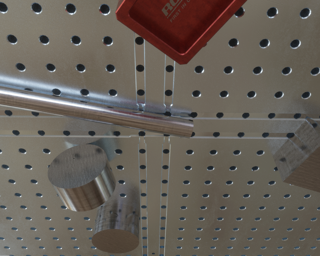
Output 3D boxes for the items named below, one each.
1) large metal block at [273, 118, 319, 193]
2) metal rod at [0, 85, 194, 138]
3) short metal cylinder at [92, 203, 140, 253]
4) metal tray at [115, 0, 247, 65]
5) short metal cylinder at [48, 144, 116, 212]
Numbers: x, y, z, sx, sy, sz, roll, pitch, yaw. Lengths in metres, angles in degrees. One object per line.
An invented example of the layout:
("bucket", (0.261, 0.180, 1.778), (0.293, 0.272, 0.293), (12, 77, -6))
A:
("large metal block", (0.223, 0.042, 0.435), (0.081, 0.050, 0.079), (17, 128, -15))
("metal rod", (-0.106, -0.024, 0.389), (0.302, 0.025, 0.025), (10, 129, -9))
("short metal cylinder", (-0.076, 0.177, 0.545), (0.081, 0.050, 0.079), (-1, 130, 0))
("metal tray", (0.030, -0.134, 0.294), (0.090, 0.030, 0.129), (31, 123, -24))
("short metal cylinder", (-0.107, 0.068, 0.432), (0.080, 0.080, 0.050), (-7, 130, 5))
